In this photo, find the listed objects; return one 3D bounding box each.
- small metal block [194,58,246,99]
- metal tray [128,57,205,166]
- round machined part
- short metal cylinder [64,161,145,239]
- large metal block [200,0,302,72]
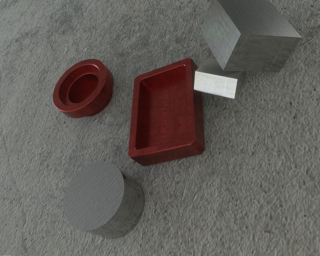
[{"bbox_3d":[0.075,-0.063,0.382,0.050,0.025,0.050,15,36,21],"label":"small metal block"},{"bbox_3d":[0.008,-0.022,0.403,0.090,0.030,0.130,-15,55,25],"label":"metal tray"},{"bbox_3d":[-0.115,-0.057,0.486,0.098,0.042,0.098,-13,56,20],"label":"round machined part"},{"bbox_3d":[-0.065,0.086,0.368,0.080,0.050,0.080,-13,56,20],"label":"short metal cylinder"},{"bbox_3d":[0.106,-0.114,0.377,0.081,0.050,0.080,-3,51,-20],"label":"large metal block"}]
